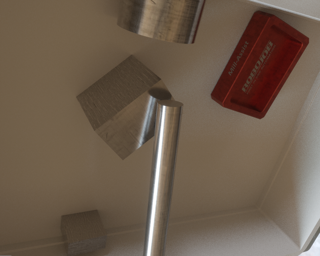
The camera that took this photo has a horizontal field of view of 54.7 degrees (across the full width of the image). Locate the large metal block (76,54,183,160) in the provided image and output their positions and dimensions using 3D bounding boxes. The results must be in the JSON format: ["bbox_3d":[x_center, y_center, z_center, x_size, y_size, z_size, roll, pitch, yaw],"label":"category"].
[{"bbox_3d":[-0.036,-0.025,0.339,0.080,0.080,0.050,-38,130,-3],"label":"large metal block"}]

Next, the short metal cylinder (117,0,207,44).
[{"bbox_3d":[0.002,-0.119,0.302,0.081,0.080,0.050,0,119,-29],"label":"short metal cylinder"}]

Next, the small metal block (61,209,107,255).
[{"bbox_3d":[-0.105,0.142,0.424,0.050,0.050,0.025,-3,120,-28],"label":"small metal block"}]

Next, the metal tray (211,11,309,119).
[{"bbox_3d":[0.139,-0.083,0.432,0.091,0.030,0.129,14,111,-34],"label":"metal tray"}]

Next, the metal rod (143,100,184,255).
[{"bbox_3d":[-0.004,0.116,0.348,0.025,0.025,0.298,-5,112,-27],"label":"metal rod"}]
